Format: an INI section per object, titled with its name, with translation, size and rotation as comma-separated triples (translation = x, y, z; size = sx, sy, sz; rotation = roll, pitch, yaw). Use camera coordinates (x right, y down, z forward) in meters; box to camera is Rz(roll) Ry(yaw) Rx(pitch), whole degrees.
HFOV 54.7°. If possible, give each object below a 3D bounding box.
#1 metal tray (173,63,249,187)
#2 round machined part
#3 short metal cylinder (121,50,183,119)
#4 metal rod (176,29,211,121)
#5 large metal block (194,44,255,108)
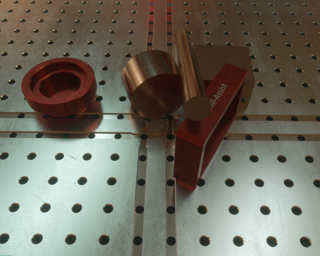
[metal tray]
translation = 0.061, -0.005, 0.369
size = 0.030, 0.089, 0.130
rotation = 24, 54, 19
[round machined part]
translation = -0.139, -0.053, 0.440
size = 0.099, 0.042, 0.098
rotation = 0, 50, 0
[short metal cylinder]
translation = -0.007, -0.058, 0.420
size = 0.081, 0.080, 0.050
rotation = -14, 52, -12
[metal rod]
translation = 0.037, -0.090, 0.415
size = 0.025, 0.025, 0.300
rotation = 1, 29, 1
[large metal block]
translation = 0.089, -0.077, 0.457
size = 0.080, 0.050, 0.080
rotation = 3, 50, 2
